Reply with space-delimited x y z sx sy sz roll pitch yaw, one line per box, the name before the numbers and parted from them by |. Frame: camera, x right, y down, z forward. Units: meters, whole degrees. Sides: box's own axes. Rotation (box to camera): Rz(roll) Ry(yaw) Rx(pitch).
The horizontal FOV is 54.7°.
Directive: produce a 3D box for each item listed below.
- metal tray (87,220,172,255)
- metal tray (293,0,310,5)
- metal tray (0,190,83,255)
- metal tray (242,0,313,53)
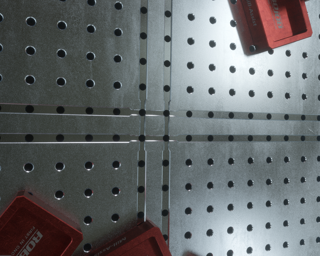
metal tray | -0.046 0.191 0.394 0.131 0.030 0.090 -26 99 -19
metal tray | 0.226 -0.265 0.462 0.030 0.090 0.129 -24 99 -19
metal tray | -0.163 0.149 0.350 0.090 0.030 0.130 40 77 -16
metal tray | 0.176 -0.191 0.476 0.091 0.030 0.129 -21 97 -19
